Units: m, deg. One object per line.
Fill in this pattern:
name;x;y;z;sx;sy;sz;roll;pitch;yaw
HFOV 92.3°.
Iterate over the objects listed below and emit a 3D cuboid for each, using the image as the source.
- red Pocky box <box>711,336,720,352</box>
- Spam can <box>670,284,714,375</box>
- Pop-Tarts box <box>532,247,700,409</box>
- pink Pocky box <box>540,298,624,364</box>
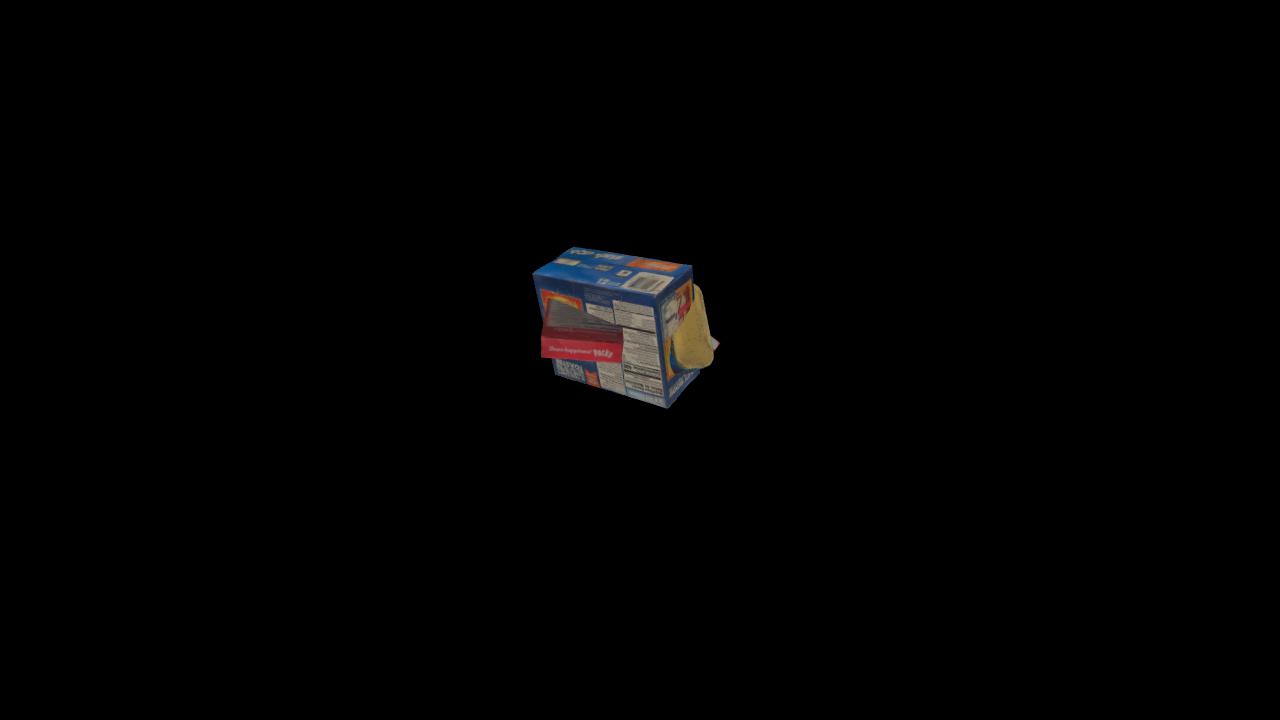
red Pocky box;0.032;-0.046;0.761;0.083;0.028;0.155;34;0;-22
Spam can;0.033;-0.029;0.693;0.058;0.101;0.085;-5;-11;-30
Pop-Tarts box;-0.024;-0.041;0.704;0.167;0.141;0.083;15;38;32
pink Pocky box;-0.063;-0.047;0.683;0.084;0.029;0.155;4;29;-6
